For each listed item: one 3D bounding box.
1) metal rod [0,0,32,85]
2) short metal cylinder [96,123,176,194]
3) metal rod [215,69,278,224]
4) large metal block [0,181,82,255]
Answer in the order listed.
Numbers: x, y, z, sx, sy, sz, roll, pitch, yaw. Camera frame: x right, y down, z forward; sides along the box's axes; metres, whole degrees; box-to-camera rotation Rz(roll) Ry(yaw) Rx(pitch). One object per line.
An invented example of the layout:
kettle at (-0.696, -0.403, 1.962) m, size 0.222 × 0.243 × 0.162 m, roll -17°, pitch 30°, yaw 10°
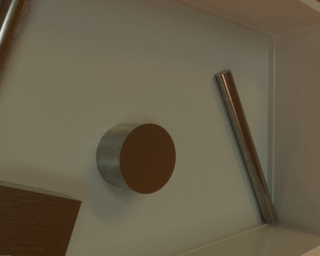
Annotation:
metal rod at (-0.169, 0.008, 0.265) m, size 0.025 × 0.025 × 0.299 m, roll 24°, pitch 75°, yaw -38°
short metal cylinder at (-0.028, 0.034, 0.369) m, size 0.081 × 0.050 × 0.079 m, roll 0°, pitch 90°, yaw -40°
metal rod at (0.155, 0.042, 0.539) m, size 0.025 × 0.025 × 0.299 m, roll -36°, pitch 112°, yaw -34°
large metal block at (-0.130, 0.095, 0.282) m, size 0.080 × 0.050 × 0.080 m, roll 24°, pitch 75°, yaw -38°
